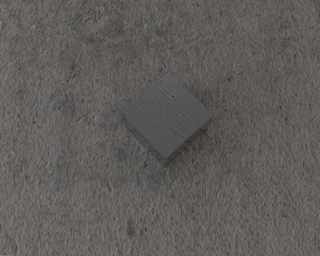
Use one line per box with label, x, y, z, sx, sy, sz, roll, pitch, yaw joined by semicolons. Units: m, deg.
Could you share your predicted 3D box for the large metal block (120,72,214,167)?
large metal block;0.008;-0.009;0.398;0.080;0.050;0.080;-41;75;-14
